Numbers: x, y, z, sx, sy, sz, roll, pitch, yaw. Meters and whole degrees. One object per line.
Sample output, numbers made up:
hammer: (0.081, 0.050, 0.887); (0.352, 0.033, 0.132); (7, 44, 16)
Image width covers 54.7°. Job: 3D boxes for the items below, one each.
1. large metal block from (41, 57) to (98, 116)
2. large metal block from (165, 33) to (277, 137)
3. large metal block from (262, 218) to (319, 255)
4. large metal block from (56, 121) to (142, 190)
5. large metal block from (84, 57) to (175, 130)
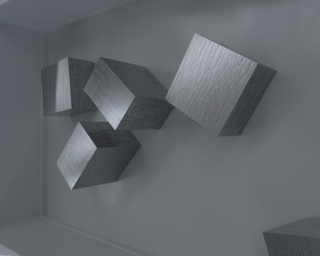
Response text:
large metal block: (-0.152, -0.065, 0.516); (0.080, 0.050, 0.080); (-9, 84, 39)
large metal block: (0.064, -0.046, 0.338); (0.080, 0.050, 0.079); (38, 113, 33)
large metal block: (0.139, 0.121, 0.252); (0.080, 0.050, 0.080); (136, 122, -68)
large metal block: (-0.087, 0.037, 0.443); (0.050, 0.081, 0.080); (50, 119, 28)
large metal block: (-0.037, -0.042, 0.402); (0.080, 0.081, 0.050); (49, 119, 29)
